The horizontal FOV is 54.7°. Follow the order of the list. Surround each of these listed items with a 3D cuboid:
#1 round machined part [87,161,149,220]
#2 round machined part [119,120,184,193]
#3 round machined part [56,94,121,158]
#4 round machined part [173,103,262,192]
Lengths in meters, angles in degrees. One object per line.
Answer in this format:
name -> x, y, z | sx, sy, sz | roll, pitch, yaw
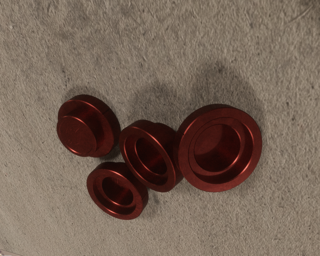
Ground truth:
round machined part -> -0.061, 0.092, 0.483 | 0.098, 0.042, 0.097 | 13, 124, 20
round machined part -> -0.005, 0.032, 0.405 | 0.098, 0.042, 0.097 | 28, 136, 31
round machined part -> -0.111, 0.003, 0.454 | 0.098, 0.042, 0.097 | 13, 124, 20
round machined part -> 0.062, 0.020, 0.353 | 0.099, 0.042, 0.097 | -4, 106, -14
